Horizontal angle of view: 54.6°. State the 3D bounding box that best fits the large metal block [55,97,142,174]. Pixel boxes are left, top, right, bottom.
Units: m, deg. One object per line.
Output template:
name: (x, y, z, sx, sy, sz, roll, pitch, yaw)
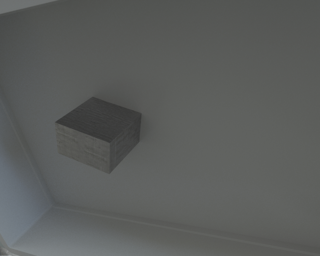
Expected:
large metal block: (-0.081, 0.007, 0.421, 0.080, 0.080, 0.050, 19, 126, 17)
